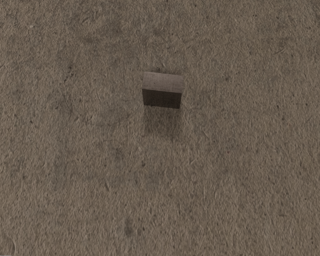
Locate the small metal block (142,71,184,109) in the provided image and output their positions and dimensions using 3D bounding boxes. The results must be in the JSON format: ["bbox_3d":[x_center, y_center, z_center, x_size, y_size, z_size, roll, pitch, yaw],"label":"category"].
[{"bbox_3d":[0.004,-0.049,0.413,0.050,0.050,0.025,7,70,2],"label":"small metal block"}]
